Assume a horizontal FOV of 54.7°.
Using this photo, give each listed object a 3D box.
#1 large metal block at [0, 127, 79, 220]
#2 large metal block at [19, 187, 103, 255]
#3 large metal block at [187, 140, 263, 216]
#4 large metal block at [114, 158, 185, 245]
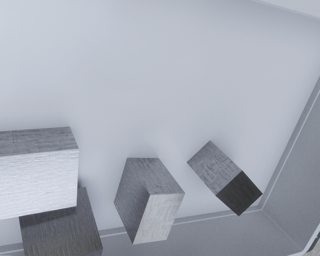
[{"bbox_3d":[-0.138,0.048,0.346,0.081,0.050,0.079,-4,120,-26],"label":"large metal block"},{"bbox_3d":[-0.121,0.128,0.377,0.081,0.080,0.050,-12,148,-22],"label":"large metal block"},{"bbox_3d":[0.098,0.076,0.474,0.050,0.080,0.080,-44,129,2],"label":"large metal block"},{"bbox_3d":[-0.018,0.096,0.422,0.050,0.080,0.079,4,116,-30],"label":"large metal block"}]
